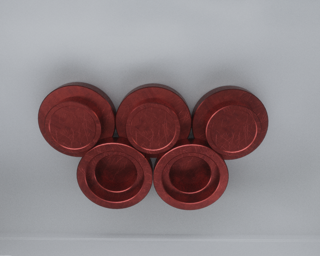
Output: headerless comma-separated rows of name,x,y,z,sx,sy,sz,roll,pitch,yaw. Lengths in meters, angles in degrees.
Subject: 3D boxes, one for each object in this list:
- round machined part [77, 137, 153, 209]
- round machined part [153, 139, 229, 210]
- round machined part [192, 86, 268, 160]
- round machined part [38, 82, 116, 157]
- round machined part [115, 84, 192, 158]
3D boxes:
round machined part,-0.059,0.057,0.421,0.099,0.042,0.097,0,110,0
round machined part,0.040,0.059,0.422,0.099,0.042,0.097,0,110,0
round machined part,0.091,-0.002,0.399,0.099,0.042,0.097,0,109,0
round machined part,-0.107,-0.007,0.396,0.099,0.042,0.097,0,109,-1
round machined part,-0.009,-0.005,0.398,0.099,0.042,0.097,0,109,0
